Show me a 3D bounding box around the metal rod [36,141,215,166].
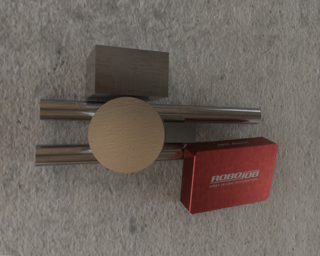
[{"bbox_3d":[-0.002,0.031,0.411,0.303,0.025,0.025,0,90,-21],"label":"metal rod"}]

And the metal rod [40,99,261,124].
[{"bbox_3d":[0.003,-0.020,0.412,0.303,0.025,0.025,1,90,-21],"label":"metal rod"}]

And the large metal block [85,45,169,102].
[{"bbox_3d":[-0.042,-0.060,0.367,0.081,0.080,0.050,1,90,-20],"label":"large metal block"}]

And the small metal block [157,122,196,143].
[{"bbox_3d":[0.013,0.005,0.402,0.050,0.050,0.025,1,90,-20],"label":"small metal block"}]

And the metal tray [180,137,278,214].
[{"bbox_3d":[0.096,0.063,0.430,0.131,0.030,0.089,-4,109,-22],"label":"metal tray"}]

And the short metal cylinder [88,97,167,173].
[{"bbox_3d":[-0.034,0.008,0.347,0.080,0.050,0.079,0,88,3],"label":"short metal cylinder"}]
